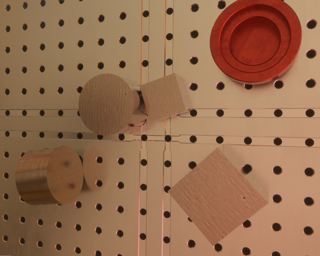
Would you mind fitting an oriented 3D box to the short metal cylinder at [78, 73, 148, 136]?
[{"bbox_3d":[-0.062,-0.030,0.420,0.080,0.050,0.079,0,90,19],"label":"short metal cylinder"}]

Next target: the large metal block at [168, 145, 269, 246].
[{"bbox_3d":[0.071,0.078,0.374,0.080,0.050,0.080,-44,77,14],"label":"large metal block"}]

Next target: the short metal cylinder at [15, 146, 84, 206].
[{"bbox_3d":[-0.152,0.067,0.435,0.050,0.080,0.080,-8,87,19],"label":"short metal cylinder"}]

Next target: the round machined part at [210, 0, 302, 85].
[{"bbox_3d":[0.111,-0.100,0.364,0.098,0.042,0.097,0,90,19],"label":"round machined part"}]

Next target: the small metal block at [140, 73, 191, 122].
[{"bbox_3d":[0.007,-0.039,0.409,0.050,0.025,0.050,-18,84,18],"label":"small metal block"}]
